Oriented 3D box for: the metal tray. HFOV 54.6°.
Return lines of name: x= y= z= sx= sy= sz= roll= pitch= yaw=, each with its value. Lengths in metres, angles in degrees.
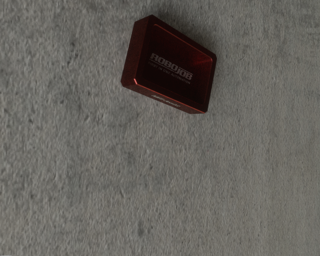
metal tray: x=0.017 y=-0.079 z=0.414 sx=0.131 sy=0.030 sz=0.090 roll=19 pitch=78 yaw=-38
